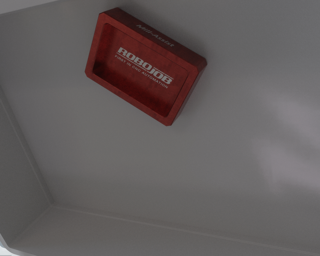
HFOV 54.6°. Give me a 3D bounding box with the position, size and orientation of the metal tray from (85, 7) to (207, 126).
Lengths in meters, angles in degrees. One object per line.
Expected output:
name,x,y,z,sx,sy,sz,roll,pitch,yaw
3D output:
metal tray,-0.021,-0.072,0.372,0.130,0.030,0.089,32,129,7
